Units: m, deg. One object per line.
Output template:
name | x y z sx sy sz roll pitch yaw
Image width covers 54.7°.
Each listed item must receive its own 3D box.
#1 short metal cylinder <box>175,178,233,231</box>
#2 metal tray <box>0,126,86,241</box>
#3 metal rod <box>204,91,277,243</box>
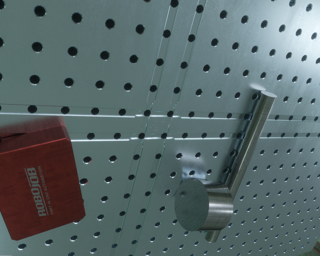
short metal cylinder | 0.067 0.120 0.487 0.050 0.080 0.079 12 112 -34
metal tray | -0.145 0.068 0.371 0.091 0.030 0.129 -14 125 -21
metal rod | 0.131 0.079 0.531 0.025 0.025 0.298 0 118 -29
